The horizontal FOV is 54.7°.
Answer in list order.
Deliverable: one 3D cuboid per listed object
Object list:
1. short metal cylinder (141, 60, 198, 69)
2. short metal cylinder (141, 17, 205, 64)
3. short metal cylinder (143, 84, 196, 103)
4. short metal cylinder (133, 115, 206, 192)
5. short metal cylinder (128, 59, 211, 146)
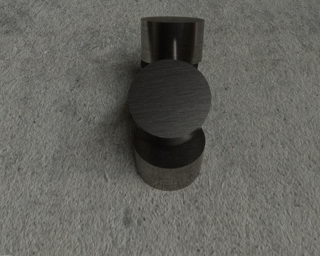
[{"bbox_3d":[0.013,-0.076,0.453,0.080,0.050,0.080,0,50,0],"label":"short metal cylinder"},{"bbox_3d":[0.016,-0.115,0.401,0.081,0.050,0.080,1,25,0],"label":"short metal cylinder"},{"bbox_3d":[0.012,-0.035,0.400,0.080,0.080,0.050,1,50,1],"label":"short metal cylinder"},{"bbox_3d":[0.011,0.027,0.366,0.080,0.050,0.080,0,50,0],"label":"short metal cylinder"},{"bbox_3d":[0.010,-0.024,0.323,0.080,0.050,0.080,0,78,1],"label":"short metal cylinder"}]
